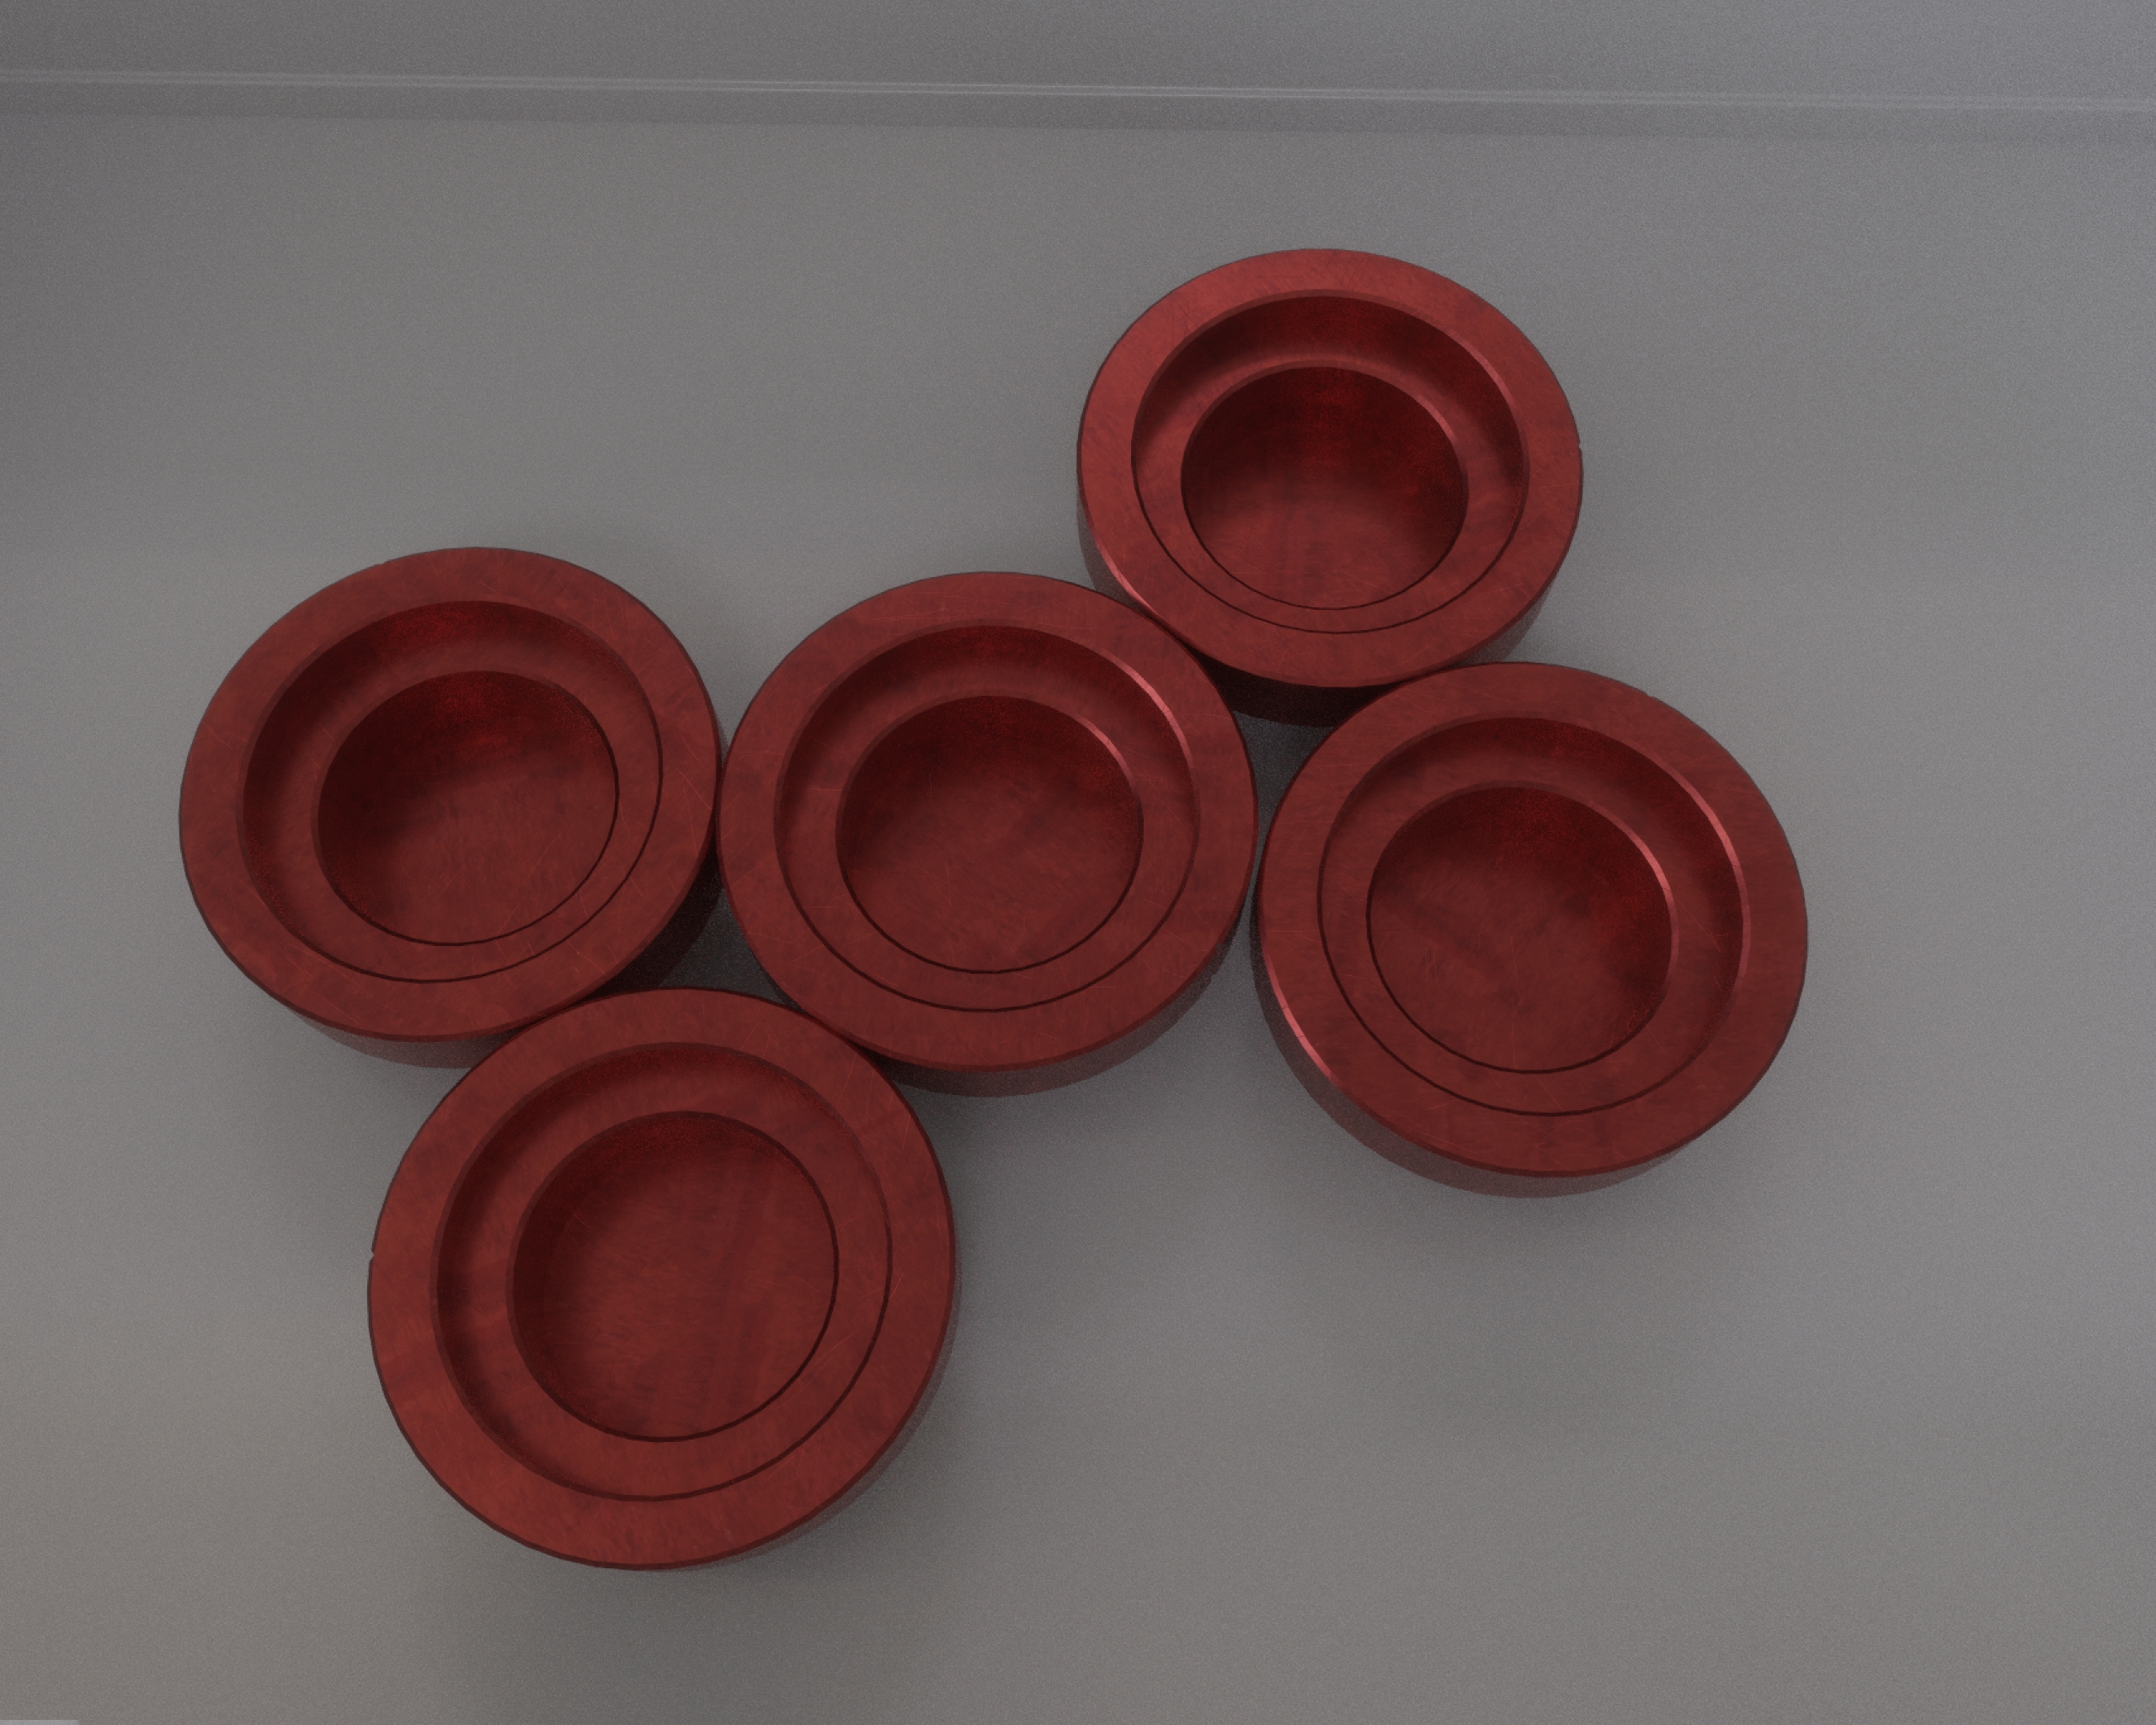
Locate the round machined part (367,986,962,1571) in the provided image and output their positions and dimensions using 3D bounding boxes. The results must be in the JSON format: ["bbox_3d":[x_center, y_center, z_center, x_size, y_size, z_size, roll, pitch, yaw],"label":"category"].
[{"bbox_3d":[-0.070,0.074,0.370,0.099,0.042,0.098,0,70,0],"label":"round machined part"}]

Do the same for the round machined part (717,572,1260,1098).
[{"bbox_3d":[-0.016,-0.003,0.398,0.099,0.042,0.098,0,70,0],"label":"round machined part"}]

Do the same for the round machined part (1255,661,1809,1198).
[{"bbox_3d":[0.082,0.015,0.393,0.099,0.042,0.098,0,70,0],"label":"round machined part"}]

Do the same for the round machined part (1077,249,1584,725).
[{"bbox_3d":[0.049,-0.072,0.424,0.099,0.042,0.098,0,70,0],"label":"round machined part"}]

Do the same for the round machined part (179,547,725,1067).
[{"bbox_3d":[-0.114,-0.008,0.400,0.099,0.042,0.098,0,70,0],"label":"round machined part"}]
